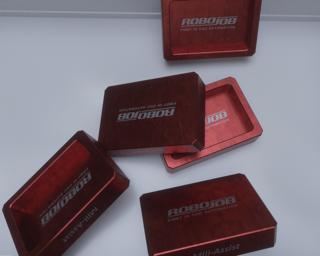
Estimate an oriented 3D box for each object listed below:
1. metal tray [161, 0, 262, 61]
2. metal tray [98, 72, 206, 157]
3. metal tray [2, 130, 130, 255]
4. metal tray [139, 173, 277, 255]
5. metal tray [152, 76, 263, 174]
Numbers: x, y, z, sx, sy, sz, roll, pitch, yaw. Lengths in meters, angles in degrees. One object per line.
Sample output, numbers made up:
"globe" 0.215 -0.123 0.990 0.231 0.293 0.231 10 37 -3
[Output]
"metal tray" 0.068 -0.144 0.429 0.131 0.089 0.030 -4 32 -2
"metal tray" -0.011 -0.014 0.384 0.130 0.030 0.090 -6 68 24
"metal tray" -0.107 0.076 0.345 0.130 0.030 0.090 -45 50 -3
"metal tray" 0.048 0.100 0.343 0.131 0.030 0.090 -11 29 -5
"metal tray" 0.055 -0.005 0.409 0.131 0.030 0.090 -20 71 -8
